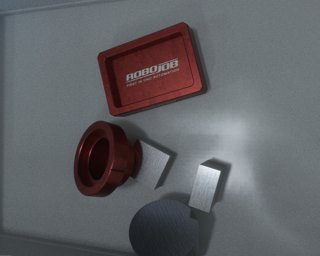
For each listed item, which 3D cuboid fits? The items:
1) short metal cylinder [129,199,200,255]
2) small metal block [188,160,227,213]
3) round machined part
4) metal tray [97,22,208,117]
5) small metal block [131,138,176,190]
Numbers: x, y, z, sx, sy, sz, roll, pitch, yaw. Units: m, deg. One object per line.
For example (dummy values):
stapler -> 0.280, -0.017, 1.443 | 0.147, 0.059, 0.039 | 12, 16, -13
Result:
short metal cylinder -> 0.007, 0.133, 0.371 | 0.080, 0.080, 0.050 | 9, 135, 19
small metal block -> 0.059, 0.069, 0.376 | 0.025, 0.050, 0.050 | 16, 95, 19
round machined part -> -0.071, 0.042, 0.410 | 0.098, 0.042, 0.098 | -20, 63, 44
metal tray -> -0.012, -0.073, 0.411 | 0.130, 0.030, 0.090 | -15, 85, 19
small metal block -> -0.015, 0.047, 0.415 | 0.050, 0.025, 0.050 | 27, 99, 17
